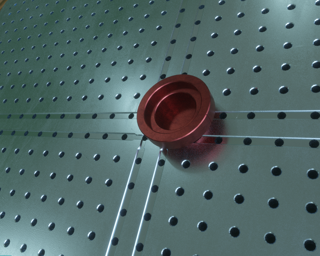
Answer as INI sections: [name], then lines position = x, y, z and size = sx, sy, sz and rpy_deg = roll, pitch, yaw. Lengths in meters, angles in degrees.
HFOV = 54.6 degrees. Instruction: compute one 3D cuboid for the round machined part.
[round machined part]
position = 0.023, -0.017, 0.396
size = 0.098, 0.042, 0.098
rpy_deg = -13, 56, 21
